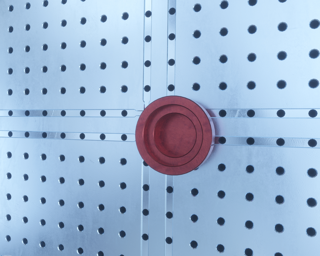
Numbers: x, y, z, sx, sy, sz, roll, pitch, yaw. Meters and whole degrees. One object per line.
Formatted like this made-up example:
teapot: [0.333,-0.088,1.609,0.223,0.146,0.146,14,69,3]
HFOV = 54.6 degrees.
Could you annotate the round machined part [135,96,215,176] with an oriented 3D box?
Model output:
round machined part: [0.022,0.009,0.396,0.098,0.042,0.097,0,90,20]
